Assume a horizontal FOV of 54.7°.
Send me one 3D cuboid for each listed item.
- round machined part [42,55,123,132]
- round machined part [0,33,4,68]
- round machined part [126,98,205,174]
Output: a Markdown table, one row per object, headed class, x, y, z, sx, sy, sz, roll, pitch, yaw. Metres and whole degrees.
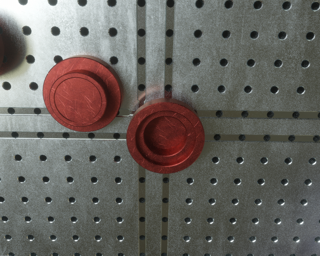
| class | x | y | z | sx | sy | sz | roll | pitch | yaw |
| --- | --- | --- | --- | --- | --- | --- | --- | --- | --- |
| round machined part | -0.098 | -0.040 | 0.388 | 0.099 | 0.042 | 0.097 | 0 | 110 | -1 |
| round machined part | -0.233 | -0.099 | 0.365 | 0.099 | 0.042 | 0.097 | 0 | 110 | -1 |
| round machined part | 0.007 | 0.007 | 0.407 | 0.099 | 0.042 | 0.097 | 0 | 110 | -1 |
